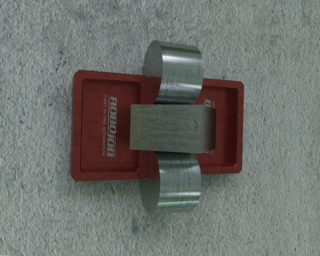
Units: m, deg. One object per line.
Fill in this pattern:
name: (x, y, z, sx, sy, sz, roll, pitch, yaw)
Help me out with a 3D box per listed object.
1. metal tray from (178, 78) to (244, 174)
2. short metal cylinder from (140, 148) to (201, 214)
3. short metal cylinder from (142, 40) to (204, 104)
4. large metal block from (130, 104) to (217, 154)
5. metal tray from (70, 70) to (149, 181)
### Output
metal tray: (0.070, -0.002, 0.434, 0.091, 0.030, 0.129, 2, 90, -20)
short metal cylinder: (0.010, 0.065, 0.385, 0.050, 0.080, 0.080, 2, 90, -20)
short metal cylinder: (0.013, -0.065, 0.386, 0.050, 0.080, 0.080, 2, 90, -20)
large metal block: (0.019, 0.000, 0.366, 0.080, 0.080, 0.050, 2, 90, 20)
metal tray: (-0.062, -0.002, 0.385, 0.091, 0.030, 0.129, 2, 90, -20)
